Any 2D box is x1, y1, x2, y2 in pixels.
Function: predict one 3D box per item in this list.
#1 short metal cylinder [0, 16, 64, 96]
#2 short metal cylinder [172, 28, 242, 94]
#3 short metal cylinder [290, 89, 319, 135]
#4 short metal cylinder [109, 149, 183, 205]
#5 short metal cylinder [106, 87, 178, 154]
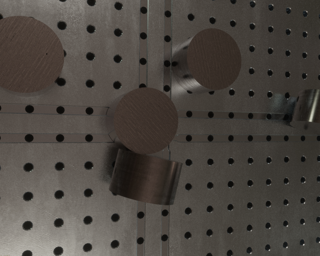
[{"bbox_3d":[-0.150,-0.076,0.344,0.081,0.050,0.079,0,90,-21],"label":"short metal cylinder"},{"bbox_3d":[0.063,-0.089,0.424,0.081,0.050,0.079,0,90,-20],"label":"short metal cylinder"},{"bbox_3d":[0.249,-0.022,0.478,0.081,0.080,0.050,19,84,-19],"label":"short metal cylinder"},{"bbox_3d":[-0.017,0.058,0.378,0.081,0.080,0.050,15,85,-20],"label":"short metal cylinder"},{"bbox_3d":[-0.024,-0.009,0.391,0.081,0.050,0.079,0,90,-20],"label":"short metal cylinder"}]
